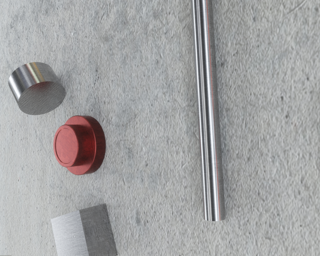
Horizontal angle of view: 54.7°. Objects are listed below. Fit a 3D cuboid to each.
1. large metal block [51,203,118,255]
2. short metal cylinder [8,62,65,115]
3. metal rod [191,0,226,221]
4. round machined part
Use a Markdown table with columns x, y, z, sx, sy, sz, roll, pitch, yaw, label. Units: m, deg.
| x | y | z | sx | sy | sz | roll | pitch | yaw | label |
| --- | --- | --- | --- | --- | --- | --- | --- | --- | --- |
| -0.120 | 0.170 | 0.485 | 0.080 | 0.050 | 0.080 | -26 | 74 | 37 | large metal block |
| -0.215 | -0.068 | 0.543 | 0.080 | 0.081 | 0.050 | -51 | 61 | 28 | short metal cylinder |
| 0.054 | -0.046 | 0.358 | 0.025 | 0.025 | 0.298 | -5 | 87 | 39 | metal rod |
| -0.136 | 0.028 | 0.503 | 0.098 | 0.042 | 0.097 | 0 | 90 | 39 | round machined part |
